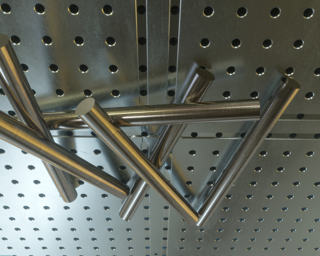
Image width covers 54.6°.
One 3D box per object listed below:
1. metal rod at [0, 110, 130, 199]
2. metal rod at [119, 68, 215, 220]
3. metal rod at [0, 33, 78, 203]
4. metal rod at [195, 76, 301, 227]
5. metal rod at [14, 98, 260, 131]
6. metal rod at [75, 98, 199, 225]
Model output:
[{"bbox_3d":[-0.122,0.036,0.381,0.025,0.025,0.300,-21,146,17],"label":"metal rod"},{"bbox_3d":[-0.003,0.043,0.447,0.025,0.025,0.298,17,128,-14],"label":"metal rod"},{"bbox_3d":[-0.146,0.017,0.388,0.025,0.025,0.299,0,141,0],"label":"metal rod"},{"bbox_3d":[0.112,0.055,0.459,0.025,0.025,0.298,13,129,-11],"label":"metal rod"},{"bbox_3d":[-0.037,-0.014,0.376,0.301,0.025,0.025,-3,131,11],"label":"metal rod"},{"bbox_3d":[-0.012,0.065,0.430,0.025,0.025,0.300,-21,135,17],"label":"metal rod"}]
